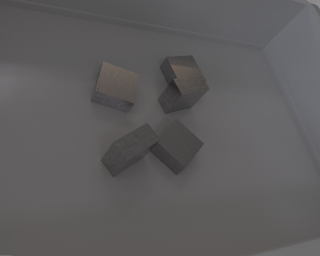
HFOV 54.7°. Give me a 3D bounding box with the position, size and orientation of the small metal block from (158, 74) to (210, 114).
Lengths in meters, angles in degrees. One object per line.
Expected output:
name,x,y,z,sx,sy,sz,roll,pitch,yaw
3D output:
small metal block,0.032,-0.047,0.436,0.050,0.050,0.025,-15,70,-34

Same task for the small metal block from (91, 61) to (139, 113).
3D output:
small metal block,-0.058,-0.053,0.406,0.050,0.025,0.050,18,55,-18

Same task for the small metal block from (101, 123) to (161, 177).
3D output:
small metal block,-0.034,0.025,0.355,0.050,0.050,0.025,-31,79,-38

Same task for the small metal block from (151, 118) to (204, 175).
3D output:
small metal block,0.021,0.024,0.402,0.050,0.025,0.050,43,51,1

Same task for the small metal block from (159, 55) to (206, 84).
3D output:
small metal block,0.035,-0.083,0.475,0.050,0.025,0.050,-12,68,-33
